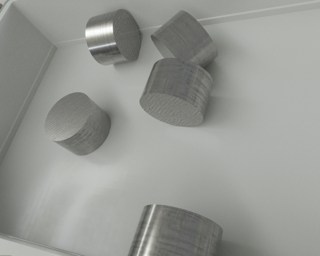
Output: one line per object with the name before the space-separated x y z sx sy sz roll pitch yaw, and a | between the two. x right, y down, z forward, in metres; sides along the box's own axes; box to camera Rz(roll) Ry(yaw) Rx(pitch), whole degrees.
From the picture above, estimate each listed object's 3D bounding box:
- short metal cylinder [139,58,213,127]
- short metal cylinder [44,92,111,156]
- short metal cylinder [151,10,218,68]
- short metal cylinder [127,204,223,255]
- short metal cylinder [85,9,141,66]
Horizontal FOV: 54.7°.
short metal cylinder | 0.021 -0.042 0.385 0.080 0.080 0.050 6 65 31
short metal cylinder | -0.121 -0.006 0.457 0.080 0.050 0.080 -13 56 21
short metal cylinder | 0.033 -0.110 0.421 0.050 0.080 0.080 -41 51 1
short metal cylinder | 0.014 0.112 0.291 0.080 0.080 0.050 1 56 29
short metal cylinder | -0.073 -0.144 0.498 0.050 0.080 0.080 -4 60 26
